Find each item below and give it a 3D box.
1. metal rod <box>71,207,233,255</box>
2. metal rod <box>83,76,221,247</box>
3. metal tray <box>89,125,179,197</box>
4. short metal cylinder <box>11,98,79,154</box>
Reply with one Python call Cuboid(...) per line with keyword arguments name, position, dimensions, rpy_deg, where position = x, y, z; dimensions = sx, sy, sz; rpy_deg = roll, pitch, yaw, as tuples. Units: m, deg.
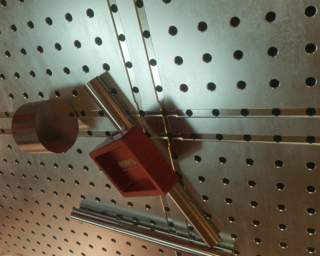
Cuboid(name="metal rod", position=(-0.027, 0.183, 0.536), dimensions=(0.301, 0.025, 0.025), rpy_deg=(8, 122, 23))
Cuboid(name="metal rod", position=(-0.006, 0.055, 0.446), dimensions=(0.025, 0.025, 0.299), rpy_deg=(-29, 103, 37))
Cuboid(name="metal tray", position=(-0.042, 0.052, 0.431), dimensions=(0.090, 0.030, 0.130), rpy_deg=(53, 148, -9))
Cuboid(name="short metal cylinder", position=(-0.169, -0.002, 0.461), dimensions=(0.050, 0.080, 0.080), rpy_deg=(-4, 116, 30))
